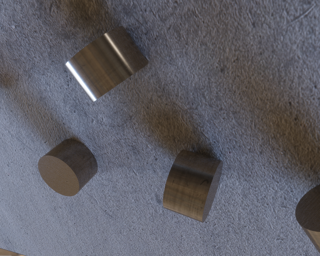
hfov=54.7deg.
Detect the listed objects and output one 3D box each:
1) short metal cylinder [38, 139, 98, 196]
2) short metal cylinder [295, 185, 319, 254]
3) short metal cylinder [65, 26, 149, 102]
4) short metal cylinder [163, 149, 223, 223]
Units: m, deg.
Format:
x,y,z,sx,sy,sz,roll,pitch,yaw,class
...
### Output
x,y,z,sx,sy,sz,roll,pitch,yaw,class
-0.151,0.065,0.511,0.080,0.050,0.079,13,124,21,short metal cylinder
0.195,0.099,0.329,0.080,0.080,0.050,-28,103,37,short metal cylinder
-0.060,-0.073,0.358,0.080,0.080,0.050,-27,104,37,short metal cylinder
0.043,0.072,0.393,0.050,0.080,0.079,16,125,19,short metal cylinder
